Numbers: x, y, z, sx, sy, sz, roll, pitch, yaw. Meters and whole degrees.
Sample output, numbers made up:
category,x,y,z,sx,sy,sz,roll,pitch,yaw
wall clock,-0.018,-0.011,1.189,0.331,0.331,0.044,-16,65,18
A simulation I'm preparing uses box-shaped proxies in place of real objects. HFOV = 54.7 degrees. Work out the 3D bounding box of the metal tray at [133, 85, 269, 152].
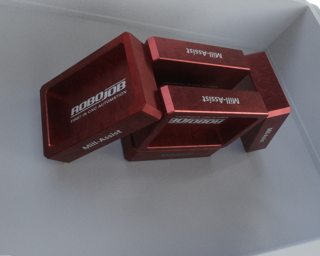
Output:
category,x,y,z,sx,sy,sz,roll,pitch,yaw
metal tray,0.044,-0.007,0.351,0.131,0.090,0.030,0,62,-29

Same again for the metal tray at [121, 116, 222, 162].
category,x,y,z,sx,sy,sz,roll,pitch,yaw
metal tray,0.011,-0.006,0.410,0.131,0.030,0.090,0,62,-29

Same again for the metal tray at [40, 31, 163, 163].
category,x,y,z,sx,sy,sz,roll,pitch,yaw
metal tray,-0.067,-0.028,0.320,0.030,0.130,0.090,26,45,-55

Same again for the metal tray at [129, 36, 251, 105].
category,x,y,z,sx,sy,sz,roll,pitch,yaw
metal tray,0.031,-0.061,0.376,0.131,0.090,0.030,0,62,-28

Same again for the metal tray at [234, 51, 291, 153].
category,x,y,z,sx,sy,sz,roll,pitch,yaw
metal tray,0.130,-0.030,0.426,0.030,0.130,0.090,-13,66,-1
